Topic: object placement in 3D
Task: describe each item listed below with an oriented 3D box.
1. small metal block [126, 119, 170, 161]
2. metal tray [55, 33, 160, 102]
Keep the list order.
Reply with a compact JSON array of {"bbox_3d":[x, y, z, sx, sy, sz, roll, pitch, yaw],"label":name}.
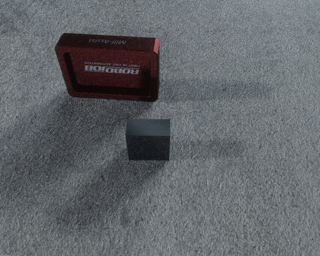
[{"bbox_3d":[-0.013,0.015,0.374,0.050,0.050,0.025,1,50,0],"label":"small metal block"},{"bbox_3d":[-0.067,-0.081,0.428,0.131,0.089,0.030,4,50,2],"label":"metal tray"}]
